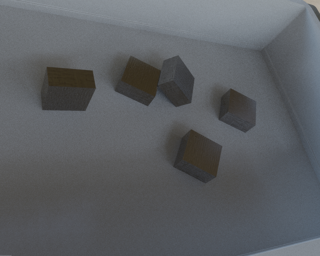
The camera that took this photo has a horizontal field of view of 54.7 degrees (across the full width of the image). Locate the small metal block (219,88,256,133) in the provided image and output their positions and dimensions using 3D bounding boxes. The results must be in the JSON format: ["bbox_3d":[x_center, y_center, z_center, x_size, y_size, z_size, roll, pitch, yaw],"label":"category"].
[{"bbox_3d":[0.124,-0.028,0.492,0.050,0.025,0.050,25,53,-14],"label":"small metal block"}]

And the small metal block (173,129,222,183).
[{"bbox_3d":[0.051,0.038,0.412,0.050,0.025,0.050,28,52,-11],"label":"small metal block"}]

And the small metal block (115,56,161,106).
[{"bbox_3d":[-0.029,-0.066,0.432,0.050,0.025,0.050,24,53,-14],"label":"small metal block"}]

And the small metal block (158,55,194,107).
[{"bbox_3d":[0.025,-0.067,0.447,0.050,0.025,0.050,47,42,-40],"label":"small metal block"}]

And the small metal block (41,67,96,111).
[{"bbox_3d":[-0.107,-0.044,0.359,0.050,0.050,0.025,-1,62,-29],"label":"small metal block"}]
